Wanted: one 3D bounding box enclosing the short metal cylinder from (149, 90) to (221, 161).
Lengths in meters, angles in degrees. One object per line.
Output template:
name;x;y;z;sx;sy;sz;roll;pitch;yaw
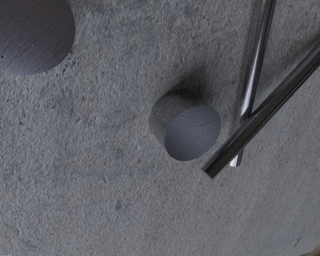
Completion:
short metal cylinder;0.032;-0.004;0.406;0.081;0.050;0.079;-14;124;-21

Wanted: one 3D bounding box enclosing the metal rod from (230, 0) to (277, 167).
metal rod;0.126;-0.073;0.430;0.025;0.025;0.298;-11;123;-23

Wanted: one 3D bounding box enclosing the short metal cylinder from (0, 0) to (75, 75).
short metal cylinder;-0.119;-0.092;0.268;0.081;0.050;0.079;-14;124;-21

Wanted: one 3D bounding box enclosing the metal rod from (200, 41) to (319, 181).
metal rod;0.169;-0.041;0.448;0.300;0.025;0.025;-45;130;-7
